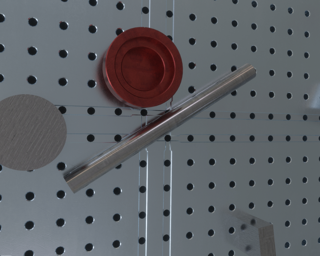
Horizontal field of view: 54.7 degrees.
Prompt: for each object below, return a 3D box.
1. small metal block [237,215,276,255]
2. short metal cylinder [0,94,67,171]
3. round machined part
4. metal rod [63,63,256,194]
[{"bbox_3d":[0.140,0.160,0.452,0.025,0.050,0.050,-7,93,-20],"label":"small metal block"},{"bbox_3d":[-0.147,0.004,0.345,0.081,0.050,0.079,0,90,-20],"label":"short metal cylinder"},{"bbox_3d":[-0.024,-0.074,0.395,0.099,0.042,0.097,0,90,-20],"label":"round machined part"},{"bbox_3d":[0.012,-0.008,0.417,0.302,0.025,0.025,-32,101,-17],"label":"metal rod"}]
